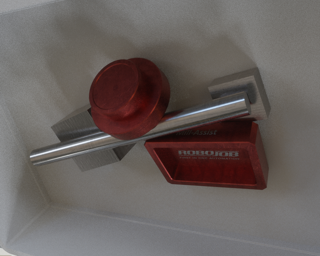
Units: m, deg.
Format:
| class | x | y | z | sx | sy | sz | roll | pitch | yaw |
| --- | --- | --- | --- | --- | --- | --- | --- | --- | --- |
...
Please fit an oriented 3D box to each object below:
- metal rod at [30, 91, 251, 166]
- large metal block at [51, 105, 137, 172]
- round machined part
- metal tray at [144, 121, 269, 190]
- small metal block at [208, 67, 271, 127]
| class | x | y | z | sx | sy | sz | roll | pitch | yaw |
| --- | --- | --- | --- | --- | --- | --- | --- | --- | --- |
| metal rod | -0.043 | 0.008 | 0.375 | 0.300 | 0.025 | 0.025 | -14 | 111 | 26 |
| large metal block | -0.093 | 0.009 | 0.442 | 0.080 | 0.050 | 0.080 | -19 | 109 | 35 |
| round machined part | -0.041 | -0.039 | 0.353 | 0.098 | 0.098 | 0.042 | -4 | 157 | 30 |
| metal tray | 0.057 | 0.035 | 0.376 | 0.130 | 0.030 | 0.090 | -2 | 137 | 28 |
| small metal block | 0.088 | -0.033 | 0.339 | 0.050 | 0.025 | 0.050 | -12 | 113 | 33 |
